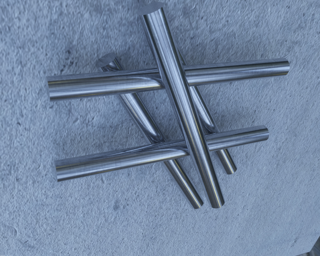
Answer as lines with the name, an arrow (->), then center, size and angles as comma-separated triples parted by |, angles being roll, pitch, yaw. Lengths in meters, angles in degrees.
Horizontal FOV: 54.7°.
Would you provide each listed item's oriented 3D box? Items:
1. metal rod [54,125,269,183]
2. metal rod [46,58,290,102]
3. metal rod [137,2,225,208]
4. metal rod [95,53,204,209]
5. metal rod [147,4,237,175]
metal rod -> 0.020, 0.028, 0.406 | 0.303, 0.025, 0.025 | -9, 122, -24
metal rod -> 0.029, -0.060, 0.357 | 0.303, 0.025, 0.025 | -9, 123, -24
metal rod -> 0.038, 0.001, 0.367 | 0.025, 0.025, 0.299 | -31, 129, -9
metal rod -> 0.002, 0.026, 0.426 | 0.025, 0.025, 0.299 | -35, 129, -5
metal rod -> 0.052, -0.029, 0.420 | 0.025, 0.025, 0.299 | -37, 130, -4
